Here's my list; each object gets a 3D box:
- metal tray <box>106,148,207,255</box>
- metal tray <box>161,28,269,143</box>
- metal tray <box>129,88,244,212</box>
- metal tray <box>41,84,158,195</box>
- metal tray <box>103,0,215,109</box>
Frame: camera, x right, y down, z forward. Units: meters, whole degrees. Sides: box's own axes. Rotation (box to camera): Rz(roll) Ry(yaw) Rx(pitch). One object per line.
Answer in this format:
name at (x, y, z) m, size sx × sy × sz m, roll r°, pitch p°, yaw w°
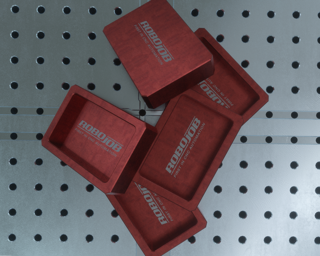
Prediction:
metal tray at (-0.010, 0.095, 0.410) m, size 0.090 × 0.030 × 0.130 m, roll -33°, pitch 90°, yaw -1°
metal tray at (0.066, -0.054, 0.411) m, size 0.090 × 0.030 × 0.130 m, roll -43°, pitch 91°, yaw 0°
metal tray at (0.031, 0.024, 0.381) m, size 0.090 × 0.030 × 0.130 m, roll 29°, pitch 90°, yaw -1°
metal tray at (-0.078, 0.011, 0.379) m, size 0.130 × 0.030 × 0.090 m, roll 28°, pitch 90°, yaw 30°
metal tray at (-0.005, -0.096, 0.380) m, size 0.090 × 0.030 × 0.130 m, roll -30°, pitch 60°, yaw -1°
